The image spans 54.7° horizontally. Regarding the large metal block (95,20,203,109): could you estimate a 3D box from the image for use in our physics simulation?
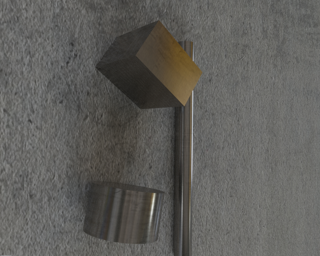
[{"bbox_3d":[-0.013,-0.067,0.358,0.080,0.080,0.050,43,64,-32],"label":"large metal block"}]

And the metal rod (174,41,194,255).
[{"bbox_3d":[0.033,0.031,0.432,0.025,0.025,0.298,1,89,-40],"label":"metal rod"}]

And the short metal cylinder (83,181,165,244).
[{"bbox_3d":[-0.038,0.089,0.337,0.081,0.080,0.050,15,81,-39],"label":"short metal cylinder"}]
